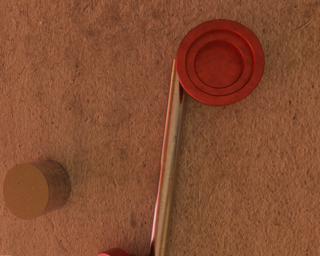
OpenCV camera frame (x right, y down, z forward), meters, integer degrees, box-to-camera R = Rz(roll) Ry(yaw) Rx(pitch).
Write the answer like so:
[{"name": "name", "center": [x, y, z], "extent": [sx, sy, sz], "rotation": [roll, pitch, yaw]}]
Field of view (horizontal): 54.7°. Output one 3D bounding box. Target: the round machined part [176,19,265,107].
[{"name": "round machined part", "center": [0.069, -0.074, 0.368], "extent": [0.099, 0.042, 0.097], "rotation": [0, 90, 6]}]

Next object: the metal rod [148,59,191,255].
[{"name": "metal rod", "center": [0.010, 0.062, 0.404], "extent": [0.025, 0.025, 0.298], "rotation": [8, 93, 19]}]

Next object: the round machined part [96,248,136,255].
[{"name": "round machined part", "center": [-0.046, 0.205, 0.401], "extent": [0.098, 0.042, 0.097], "rotation": [4, 96, 47]}]

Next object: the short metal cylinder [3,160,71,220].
[{"name": "short metal cylinder", "center": [-0.181, 0.089, 0.458], "extent": [0.080, 0.050, 0.079], "rotation": [0, 90, 19]}]
